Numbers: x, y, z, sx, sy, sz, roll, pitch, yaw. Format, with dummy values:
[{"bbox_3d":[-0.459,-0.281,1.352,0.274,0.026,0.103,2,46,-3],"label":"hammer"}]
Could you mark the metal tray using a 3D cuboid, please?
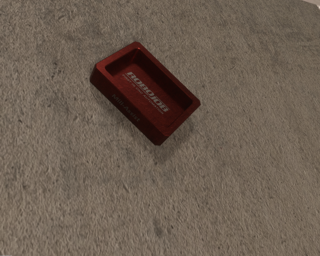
[{"bbox_3d":[-0.018,-0.050,0.422,0.130,0.030,0.090,44,51,2],"label":"metal tray"}]
